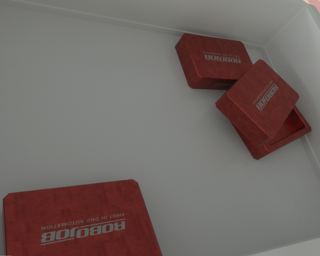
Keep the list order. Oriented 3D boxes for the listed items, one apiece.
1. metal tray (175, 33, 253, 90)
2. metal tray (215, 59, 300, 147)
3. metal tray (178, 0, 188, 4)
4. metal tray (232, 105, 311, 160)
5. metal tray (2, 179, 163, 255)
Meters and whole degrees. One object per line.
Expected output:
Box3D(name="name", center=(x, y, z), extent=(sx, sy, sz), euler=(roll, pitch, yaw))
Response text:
Box3D(name="metal tray", center=(0.098, -0.110, 0.525), extent=(0.131, 0.030, 0.090), euler=(-2, 63, -29))
Box3D(name="metal tray", center=(0.153, -0.043, 0.474), extent=(0.090, 0.030, 0.131), euler=(45, 51, 3))
Box3D(name="metal tray", center=(0.043, -0.311, 0.619), extent=(0.090, 0.030, 0.130), euler=(35, 51, -5))
Box3D(name="metal tray", center=(0.181, -0.011, 0.508), extent=(0.131, 0.030, 0.090), euler=(-18, 72, -35))
Box3D(name="metal tray", center=(-0.073, 0.100, 0.292), extent=(0.131, 0.030, 0.090), euler=(-1, 51, -29))
